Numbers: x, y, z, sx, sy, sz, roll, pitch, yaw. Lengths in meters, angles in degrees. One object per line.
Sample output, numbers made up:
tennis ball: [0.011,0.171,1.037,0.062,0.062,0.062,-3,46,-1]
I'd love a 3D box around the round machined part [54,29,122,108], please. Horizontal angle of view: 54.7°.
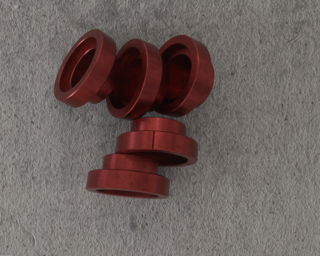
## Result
round machined part: [-0.085,-0.068,0.383,0.042,0.098,0.098,30,90,-38]

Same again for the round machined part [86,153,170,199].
round machined part: [-0.037,0.059,0.376,0.099,0.098,0.042,5,72,0]

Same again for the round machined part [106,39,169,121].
round machined part: [-0.025,-0.056,0.382,0.042,0.098,0.097,12,90,-35]

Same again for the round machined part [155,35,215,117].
round machined part: [0.028,-0.061,0.383,0.042,0.098,0.097,13,90,-36]

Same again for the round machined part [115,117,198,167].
round machined part: [-0.003,0.017,0.376,0.099,0.098,0.042,4,72,0]
